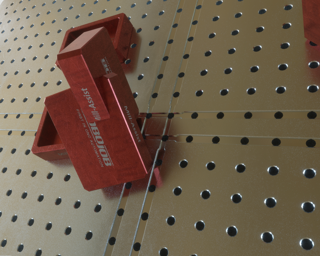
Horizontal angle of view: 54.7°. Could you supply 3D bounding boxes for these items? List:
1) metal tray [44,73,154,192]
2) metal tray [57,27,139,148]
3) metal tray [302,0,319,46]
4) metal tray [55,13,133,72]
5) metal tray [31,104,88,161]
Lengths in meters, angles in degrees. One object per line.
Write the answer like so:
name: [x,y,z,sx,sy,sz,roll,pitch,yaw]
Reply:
metal tray: [-0.074,0.007,0.382,0.090,0.129,0.030,-17,13,18]
metal tray: [-0.070,-0.049,0.387,0.030,0.129,0.090,-10,31,17]
metal tray: [0.224,-0.164,0.349,0.130,0.090,0.030,-38,51,2]
metal tray: [-0.118,-0.149,0.556,0.130,0.030,0.090,-7,58,24]
metal tray: [-0.125,-0.003,0.470,0.130,0.030,0.090,-9,58,23]
